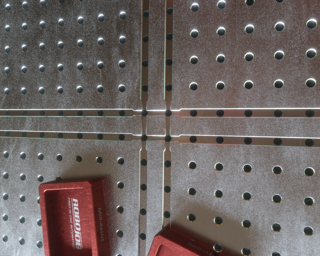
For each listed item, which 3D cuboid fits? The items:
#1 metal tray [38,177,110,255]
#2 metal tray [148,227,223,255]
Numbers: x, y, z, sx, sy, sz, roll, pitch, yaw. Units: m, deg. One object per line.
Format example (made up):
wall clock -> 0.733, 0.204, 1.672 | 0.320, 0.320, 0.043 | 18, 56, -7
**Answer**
metal tray -> -0.126, 0.141, 0.452 | 0.090, 0.030, 0.129 | -7, 88, 19
metal tray -> 0.043, 0.198, 0.394 | 0.130, 0.030, 0.089 | 21, 97, 18
